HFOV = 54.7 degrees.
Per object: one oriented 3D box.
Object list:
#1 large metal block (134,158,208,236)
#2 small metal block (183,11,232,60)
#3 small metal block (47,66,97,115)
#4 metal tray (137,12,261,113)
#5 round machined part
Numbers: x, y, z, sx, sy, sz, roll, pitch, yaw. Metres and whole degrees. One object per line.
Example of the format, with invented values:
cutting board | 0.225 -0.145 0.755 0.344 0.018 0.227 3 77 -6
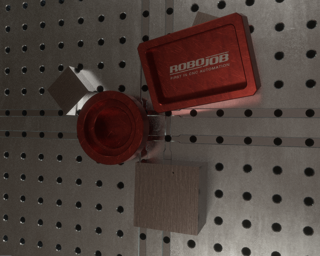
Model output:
large metal block | 0.015 0.083 0.393 0.080 0.050 0.079 2 91 19
small metal block | 0.064 -0.112 0.390 0.050 0.025 0.050 24 98 18
small metal block | -0.129 -0.054 0.457 0.050 0.025 0.050 -43 77 14
metal tray | 0.045 -0.073 0.371 0.130 0.030 0.089 -9 102 28
round machined part | -0.060 -0.001 0.424 0.098 0.042 0.097 0 90 19
